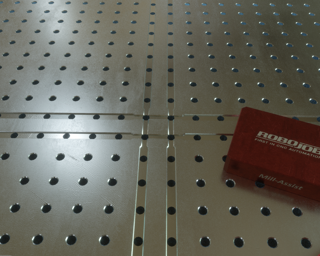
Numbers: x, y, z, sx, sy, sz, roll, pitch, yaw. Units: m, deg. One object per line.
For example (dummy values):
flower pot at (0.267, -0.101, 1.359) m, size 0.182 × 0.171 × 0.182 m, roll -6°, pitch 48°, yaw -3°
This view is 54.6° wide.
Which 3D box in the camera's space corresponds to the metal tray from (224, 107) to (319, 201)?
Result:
metal tray at (0.154, 0.029, 0.381) m, size 0.130 × 0.030 × 0.090 m, roll 17°, pitch 52°, yaw 13°

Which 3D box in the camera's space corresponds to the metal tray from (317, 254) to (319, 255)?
metal tray at (0.158, 0.162, 0.269) m, size 0.131 × 0.030 × 0.090 m, roll -25°, pitch 54°, yaw -20°
